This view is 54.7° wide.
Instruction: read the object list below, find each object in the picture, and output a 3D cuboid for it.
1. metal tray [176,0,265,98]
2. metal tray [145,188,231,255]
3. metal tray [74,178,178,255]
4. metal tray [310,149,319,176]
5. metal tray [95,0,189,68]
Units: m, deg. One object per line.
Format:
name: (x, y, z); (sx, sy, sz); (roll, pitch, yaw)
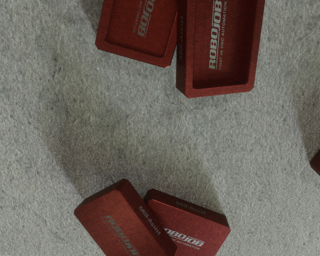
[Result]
metal tray: (0.067, -0.103, 0.350); (0.091, 0.030, 0.129); (-8, 116, -16)
metal tray: (0.027, 0.155, 0.465); (0.131, 0.030, 0.089); (22, 108, -9)
metal tray: (-0.048, 0.145, 0.436); (0.090, 0.030, 0.130); (-31, 98, 26)
metal tray: (0.291, 0.047, 0.429); (0.131, 0.030, 0.089); (24, 108, -9)
metal tray: (-0.015, -0.144, 0.353); (0.091, 0.030, 0.129); (15, 109, -6)
